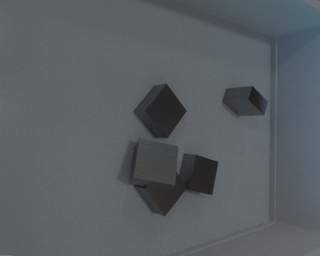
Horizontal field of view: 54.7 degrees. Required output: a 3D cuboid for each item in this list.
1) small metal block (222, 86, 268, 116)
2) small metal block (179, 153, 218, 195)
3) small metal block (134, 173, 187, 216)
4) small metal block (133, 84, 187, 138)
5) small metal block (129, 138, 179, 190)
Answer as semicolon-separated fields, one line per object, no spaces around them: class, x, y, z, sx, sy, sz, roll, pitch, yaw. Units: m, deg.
small metal block;0.139;-0.043;0.506;0.050;0.050;0.025;34;69;-35
small metal block;0.056;0.068;0.453;0.050;0.025;0.050;21;77;-38
small metal block;0.002;0.078;0.408;0.050;0.025;0.050;-46;118;-30
small metal block;0.001;-0.022;0.407;0.050;0.025;0.050;51;60;-28
small metal block;-0.007;0.045;0.379;0.050;0.025;0.050;13;62;-12
